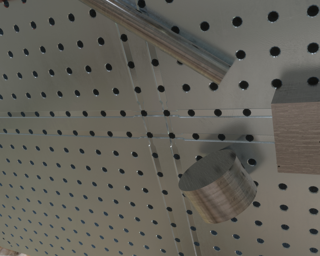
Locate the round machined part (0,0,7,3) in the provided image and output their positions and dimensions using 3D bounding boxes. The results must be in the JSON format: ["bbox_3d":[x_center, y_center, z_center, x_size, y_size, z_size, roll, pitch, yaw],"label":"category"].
[{"bbox_3d":[-0.241,-0.209,0.398,0.098,0.042,0.097,13,124,21],"label":"round machined part"}]

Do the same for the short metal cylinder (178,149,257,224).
[{"bbox_3d":[0.070,0.070,0.382,0.080,0.080,0.050,-25,105,37],"label":"short metal cylinder"}]

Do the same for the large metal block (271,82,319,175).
[{"bbox_3d":[0.160,0.000,0.310,0.080,0.050,0.080,-1,118,28],"label":"large metal block"}]

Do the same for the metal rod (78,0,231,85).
[{"bbox_3d":[-0.055,-0.138,0.354,0.301,0.025,0.025,33,129,6],"label":"metal rod"}]
